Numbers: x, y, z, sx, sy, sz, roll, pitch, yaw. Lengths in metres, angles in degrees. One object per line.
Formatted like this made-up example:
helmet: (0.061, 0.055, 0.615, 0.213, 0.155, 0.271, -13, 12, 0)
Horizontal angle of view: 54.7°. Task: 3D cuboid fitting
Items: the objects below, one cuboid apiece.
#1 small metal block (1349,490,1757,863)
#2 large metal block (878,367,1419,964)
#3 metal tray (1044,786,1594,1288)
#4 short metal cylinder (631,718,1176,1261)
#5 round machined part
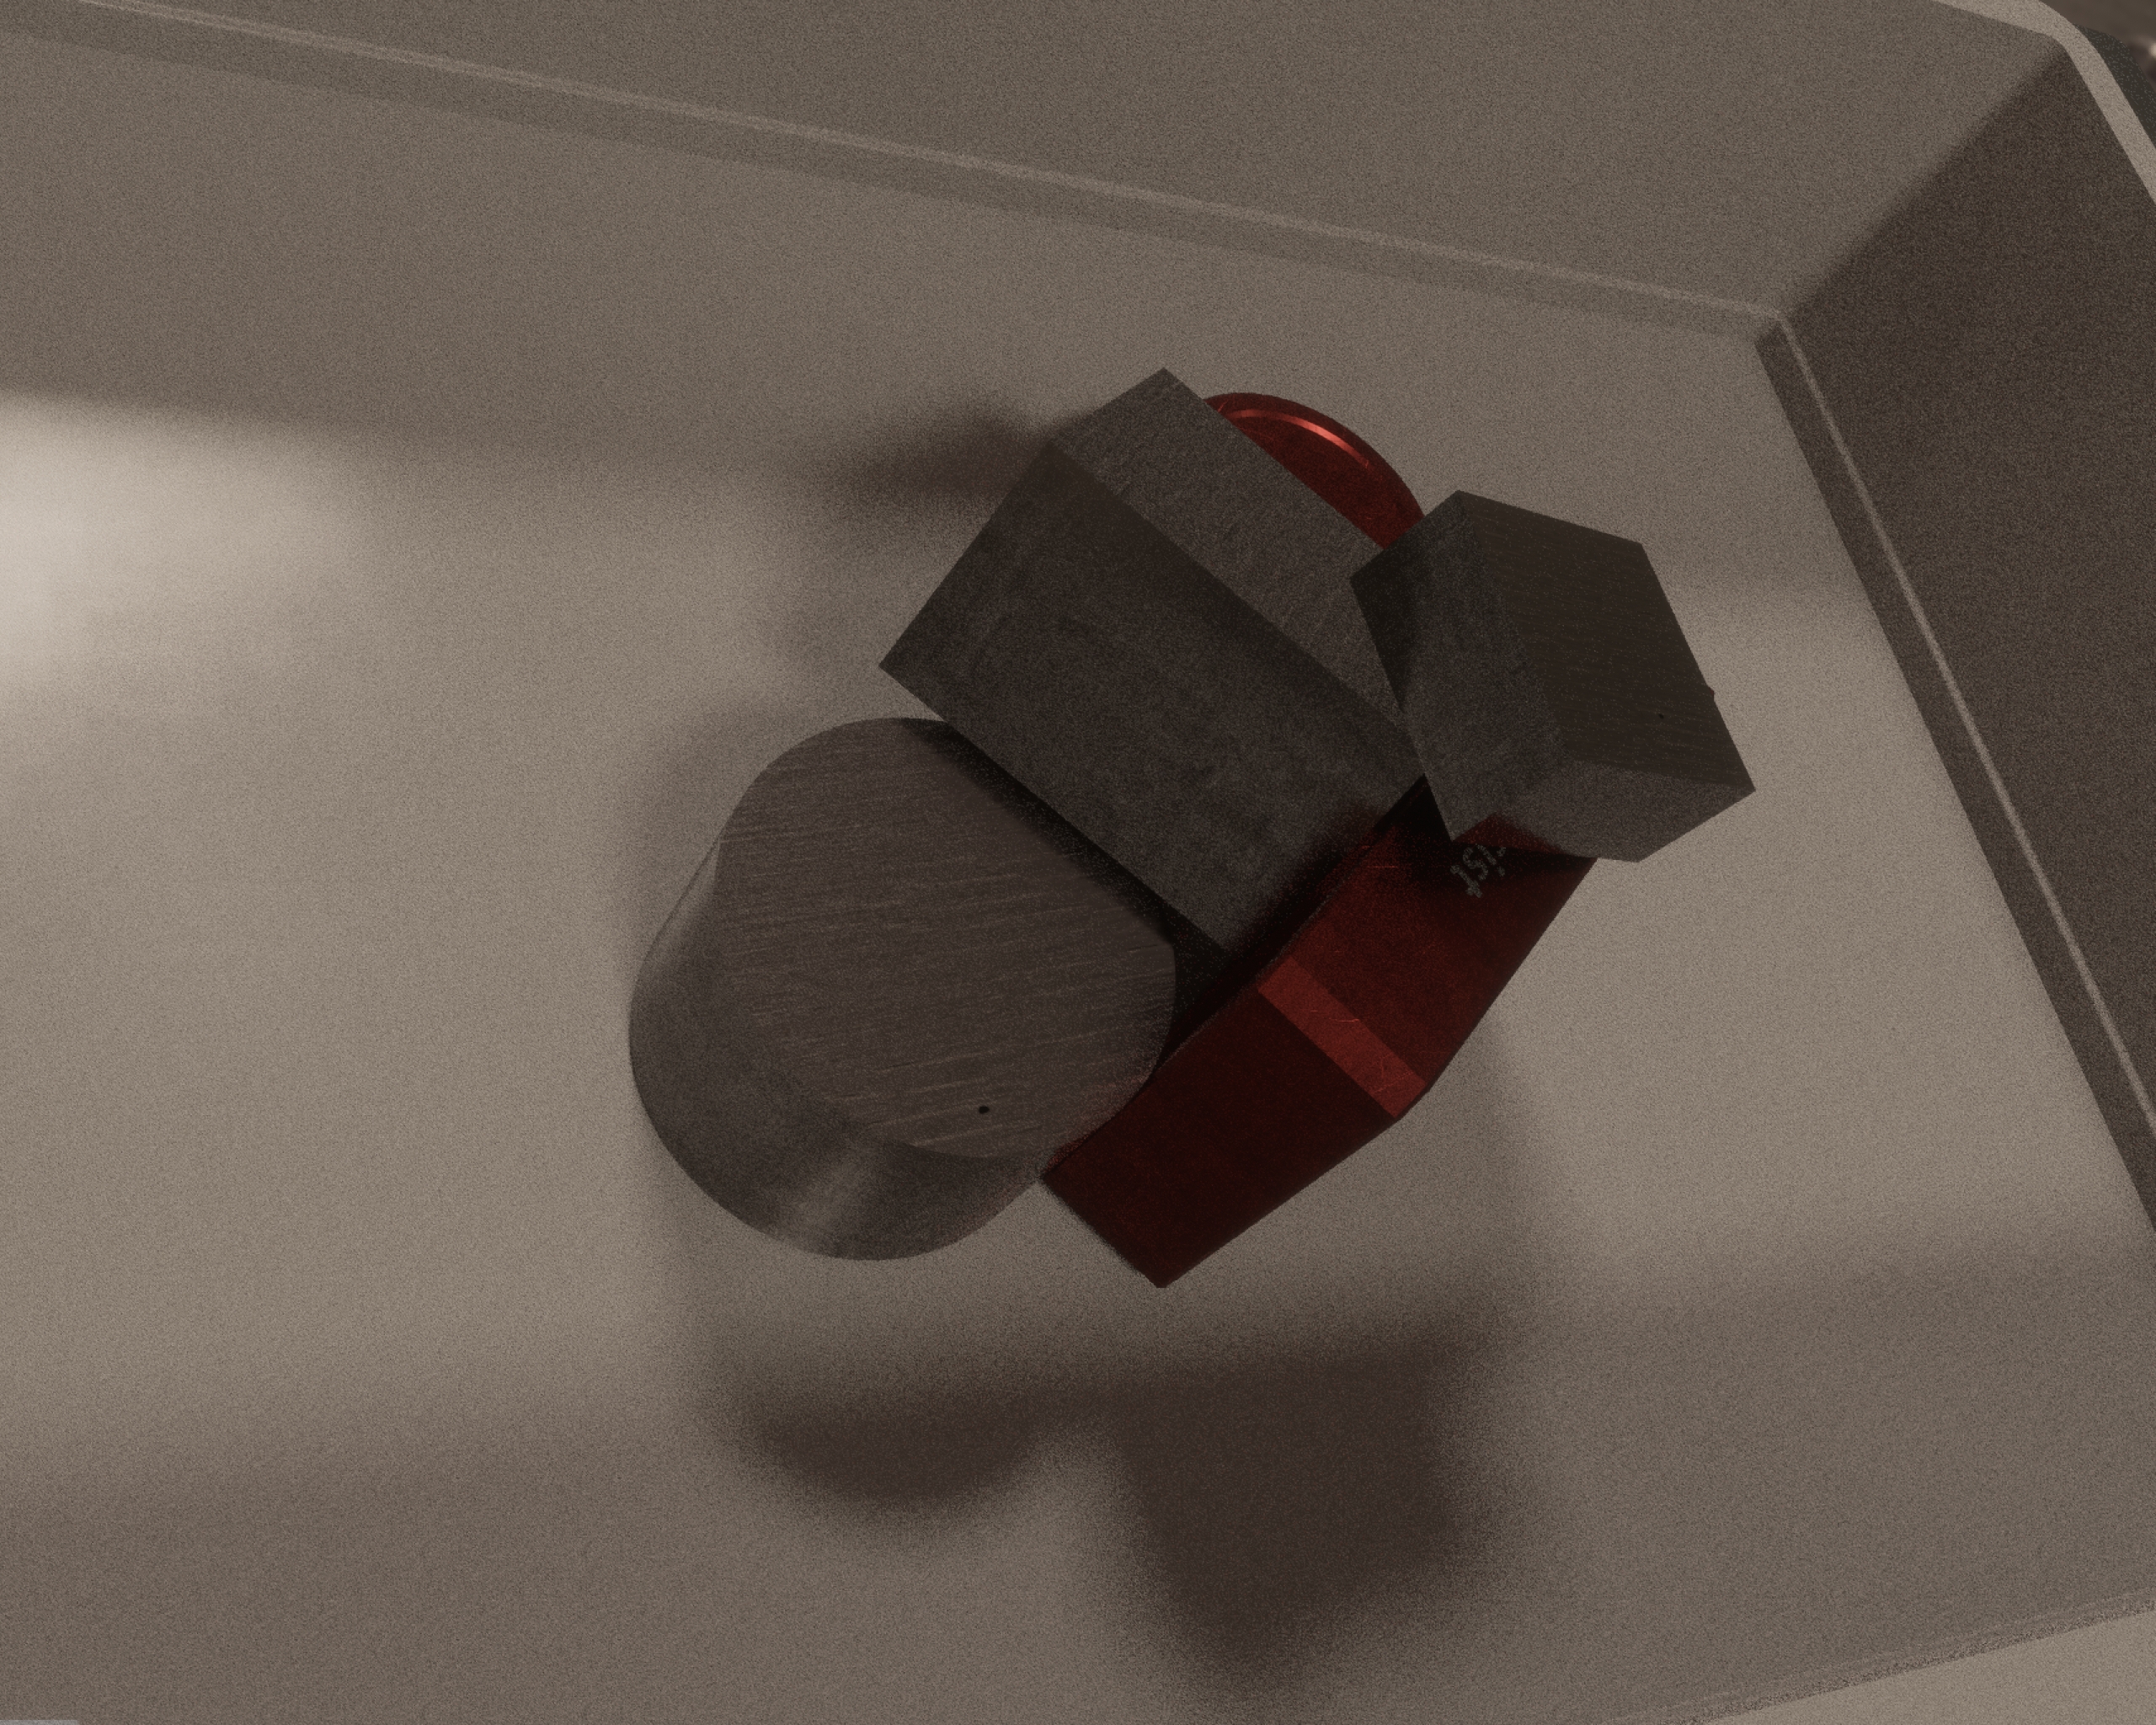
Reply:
small metal block: (0.078, -0.029, 0.343, 0.050, 0.025, 0.050, 5, 58, -41)
large metal block: (0.022, -0.039, 0.379, 0.080, 0.050, 0.080, 39, 26, -2)
metal tray: (0.057, 0.013, 0.386, 0.030, 0.090, 0.131, 44, 50, 2)
short metal cylinder: (-0.031, 0.022, 0.358, 0.081, 0.050, 0.080, 14, 56, -21)
round machined part: (0.039, -0.063, 0.453, 0.099, 0.042, 0.098, 14, 56, -21)
